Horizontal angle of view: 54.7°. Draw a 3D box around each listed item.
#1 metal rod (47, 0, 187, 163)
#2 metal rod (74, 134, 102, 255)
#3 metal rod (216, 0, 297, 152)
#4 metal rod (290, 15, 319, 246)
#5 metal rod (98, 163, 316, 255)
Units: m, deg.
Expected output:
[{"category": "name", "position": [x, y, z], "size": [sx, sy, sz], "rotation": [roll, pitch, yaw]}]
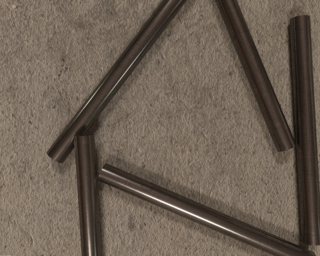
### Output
[{"category": "metal rod", "position": [-0.048, -0.080, 0.409], "size": [0.025, 0.025, 0.299], "rotation": [37, 90, -1]}, {"category": "metal rod", "position": [-0.089, 0.158, 0.400], "size": [0.025, 0.025, 0.298], "rotation": [-3, 94, -1]}, {"category": "metal rod", "position": [0.112, -0.111, 0.411], "size": [0.025, 0.025, 0.299], "rotation": [-22, 90, 0]}, {"category": "metal rod", "position": [0.194, 0.003, 0.412], "size": [0.025, 0.025, 0.298], "rotation": [-3, 90, -1]}, {"category": "metal rod", "position": [0.062, 0.117, 0.410], "size": [0.301, 0.025, 0.025], "rotation": [23, 90, -1]}]
